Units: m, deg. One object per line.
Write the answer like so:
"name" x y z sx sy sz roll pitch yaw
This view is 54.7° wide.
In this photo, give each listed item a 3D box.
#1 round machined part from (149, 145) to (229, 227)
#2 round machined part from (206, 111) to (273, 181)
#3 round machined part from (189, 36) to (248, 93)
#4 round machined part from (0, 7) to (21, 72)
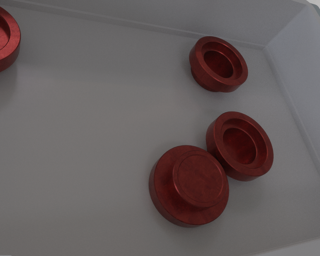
"round machined part" 0.040 0.065 0.369 0.099 0.042 0.098 9 62 -17
"round machined part" 0.106 0.029 0.434 0.099 0.042 0.098 14 56 -21
"round machined part" 0.090 -0.098 0.502 0.099 0.042 0.098 14 56 -21
"round machined part" -0.208 -0.095 0.340 0.099 0.042 0.098 14 56 -21
